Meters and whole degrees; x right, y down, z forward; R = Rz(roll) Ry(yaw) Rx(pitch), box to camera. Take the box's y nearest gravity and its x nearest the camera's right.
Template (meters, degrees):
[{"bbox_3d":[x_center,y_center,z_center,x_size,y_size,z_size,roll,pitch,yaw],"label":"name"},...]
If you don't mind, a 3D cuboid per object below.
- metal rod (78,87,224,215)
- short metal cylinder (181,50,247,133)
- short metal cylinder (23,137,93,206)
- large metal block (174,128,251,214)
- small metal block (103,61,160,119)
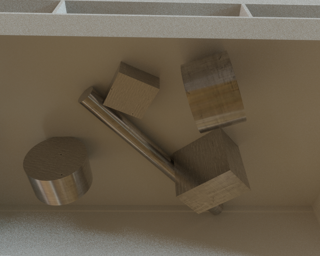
[{"bbox_3d":[0.004,0.048,0.450,0.025,0.025,0.300,-32,124,23],"label":"metal rod"},{"bbox_3d":[0.059,-0.039,0.341,0.050,0.080,0.080,-16,129,12],"label":"short metal cylinder"},{"bbox_3d":[-0.136,0.057,0.419,0.081,0.080,0.050,-1,130,0],"label":"short metal cylinder"},{"bbox_3d":[0.067,0.058,0.423,0.080,0.080,0.050,-32,123,24],"label":"large metal block"},{"bbox_3d":[-0.034,-0.044,0.371,0.050,0.025,0.050,21,127,-18],"label":"small metal block"}]
